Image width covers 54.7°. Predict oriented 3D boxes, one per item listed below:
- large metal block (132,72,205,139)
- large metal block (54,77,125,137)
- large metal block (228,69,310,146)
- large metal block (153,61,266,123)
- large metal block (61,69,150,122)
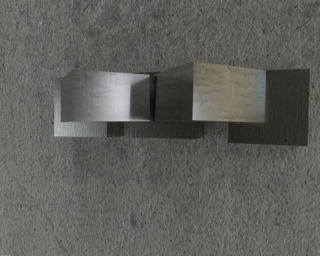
[{"bbox_3d":[0.012,-0.028,0.392,0.080,0.050,0.079,1,90,19],"label":"large metal block"},{"bbox_3d":[-0.097,-0.028,0.430,0.080,0.050,0.079,0,90,19],"label":"large metal block"},{"bbox_3d":[0.123,-0.022,0.354,0.080,0.050,0.079,2,91,19],"label":"large metal block"},{"bbox_3d":[0.047,-0.031,0.313,0.080,0.081,0.050,2,90,64],"label":"large metal block"},{"bbox_3d":[-0.065,-0.032,0.349,0.081,0.080,0.050,-1,91,-26],"label":"large metal block"}]
